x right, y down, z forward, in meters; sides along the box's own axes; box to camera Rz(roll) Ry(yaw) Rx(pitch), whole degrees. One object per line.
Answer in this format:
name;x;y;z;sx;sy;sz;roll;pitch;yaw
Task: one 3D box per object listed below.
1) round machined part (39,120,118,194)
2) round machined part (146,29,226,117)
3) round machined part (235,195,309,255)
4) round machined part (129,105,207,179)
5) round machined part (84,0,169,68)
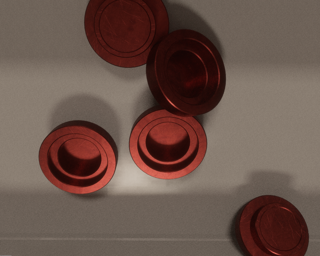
round machined part;-0.105;0.035;0.414;0.099;0.042;0.097;0;110;-1
round machined part;0.026;-0.061;0.363;0.099;0.042;0.097;4;83;-31
round machined part;0.158;0.141;0.427;0.099;0.098;0.042;6;154;-3
round machined part;0.010;0.015;0.408;0.099;0.042;0.097;0;110;-1
round machined part;-0.038;-0.118;0.358;0.099;0.042;0.097;0;110;-1
